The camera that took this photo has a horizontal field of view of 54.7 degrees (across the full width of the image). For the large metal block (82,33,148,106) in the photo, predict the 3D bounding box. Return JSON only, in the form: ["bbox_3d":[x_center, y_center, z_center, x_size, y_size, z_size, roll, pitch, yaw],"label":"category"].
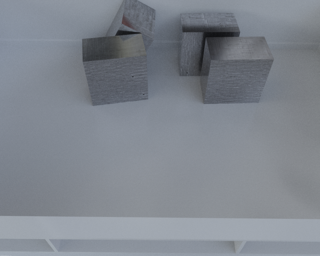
[{"bbox_3d":[-0.061,-0.081,0.437,0.081,0.080,0.050,-8,51,-7],"label":"large metal block"}]

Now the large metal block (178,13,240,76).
[{"bbox_3d":[0.071,-0.127,0.477,0.081,0.080,0.050,-1,50,-1],"label":"large metal block"}]

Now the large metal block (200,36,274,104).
[{"bbox_3d":[0.104,-0.080,0.438,0.081,0.080,0.050,-1,50,-2],"label":"large metal block"}]

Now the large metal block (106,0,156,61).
[{"bbox_3d":[-0.049,-0.141,0.478,0.050,0.080,0.080,21,46,-22],"label":"large metal block"}]
